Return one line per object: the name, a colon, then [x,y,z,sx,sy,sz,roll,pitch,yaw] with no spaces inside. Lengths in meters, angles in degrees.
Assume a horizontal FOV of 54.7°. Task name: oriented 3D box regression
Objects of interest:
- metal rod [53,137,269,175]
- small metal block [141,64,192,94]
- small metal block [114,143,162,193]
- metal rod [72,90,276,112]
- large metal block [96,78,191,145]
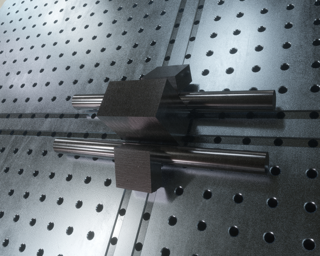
metal rod: [-0.020,0.032,0.395,0.300,0.025,0.025,2,63,29]
small metal block: [0.010,-0.066,0.424,0.050,0.025,0.050,1,28,28]
small metal block: [-0.026,0.047,0.373,0.050,0.025,0.050,3,101,29]
metal rod: [-0.001,-0.036,0.426,0.300,0.025,0.025,2,63,29]
large metal block: [-0.017,-0.016,0.386,0.080,0.080,0.050,2,63,29]
